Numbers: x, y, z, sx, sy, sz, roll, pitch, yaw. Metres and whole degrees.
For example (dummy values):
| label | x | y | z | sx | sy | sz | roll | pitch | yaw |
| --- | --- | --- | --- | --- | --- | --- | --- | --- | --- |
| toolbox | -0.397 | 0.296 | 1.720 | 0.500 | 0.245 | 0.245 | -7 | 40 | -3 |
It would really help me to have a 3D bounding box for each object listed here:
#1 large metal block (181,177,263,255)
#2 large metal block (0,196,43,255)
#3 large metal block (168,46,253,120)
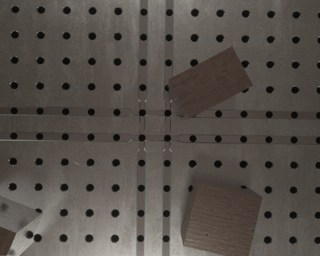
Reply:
| label | x | y | z | sx | sy | sz | roll | pitch | yaw |
| --- | --- | --- | --- | --- | --- | --- | --- | --- | --- |
| large metal block | 0.077 | 0.114 | 0.402 | 0.080 | 0.050 | 0.080 | 13 | 90 | -1 |
| large metal block | -0.207 | 0.124 | 0.383 | 0.080 | 0.080 | 0.050 | 22 | 90 | -1 |
| large metal block | 0.057 | -0.051 | 0.387 | 0.080 | 0.080 | 0.050 | -28 | 90 | 0 |
